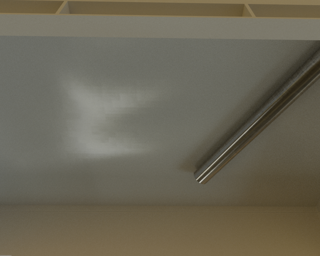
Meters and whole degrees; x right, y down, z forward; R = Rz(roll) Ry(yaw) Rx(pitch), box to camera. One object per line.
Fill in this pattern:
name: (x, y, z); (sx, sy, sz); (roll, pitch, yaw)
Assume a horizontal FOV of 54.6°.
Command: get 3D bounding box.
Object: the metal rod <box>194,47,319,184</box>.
metal rod: (0.139, -0.022, 0.390); (0.025, 0.025, 0.298); (25, 126, -20)
